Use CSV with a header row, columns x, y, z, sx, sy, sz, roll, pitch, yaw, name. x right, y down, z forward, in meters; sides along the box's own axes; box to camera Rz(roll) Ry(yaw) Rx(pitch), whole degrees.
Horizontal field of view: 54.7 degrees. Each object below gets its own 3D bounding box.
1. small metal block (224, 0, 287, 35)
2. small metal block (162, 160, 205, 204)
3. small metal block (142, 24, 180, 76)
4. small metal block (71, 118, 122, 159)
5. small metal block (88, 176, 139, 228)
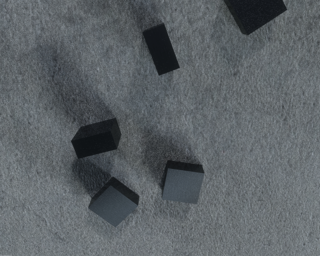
x,y,z,sx,sy,sz,roll,pitch,yaw,name
0.109,-0.144,0.358,0.050,0.025,0.050,-32,107,11,small metal block
0.032,0.077,0.439,0.050,0.025,0.050,9,110,-4,small metal block
0.002,-0.093,0.362,0.025,0.050,0.050,-20,109,7,small metal block
-0.080,0.012,0.400,0.050,0.050,0.025,-14,110,5,small metal block
-0.066,0.107,0.448,0.050,0.025,0.050,40,105,-14,small metal block
